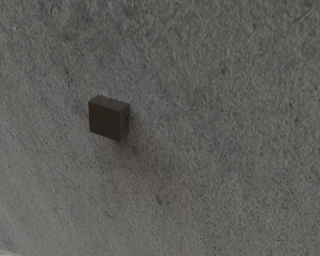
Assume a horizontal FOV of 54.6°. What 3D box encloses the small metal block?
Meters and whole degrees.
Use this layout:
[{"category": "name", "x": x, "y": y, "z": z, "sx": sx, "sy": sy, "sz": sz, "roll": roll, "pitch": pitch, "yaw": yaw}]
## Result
[{"category": "small metal block", "x": -0.072, "y": -0.014, "z": 0.437, "sx": 0.050, "sy": 0.025, "sz": 0.050, "roll": 18, "pitch": 126, "yaw": 18}]
